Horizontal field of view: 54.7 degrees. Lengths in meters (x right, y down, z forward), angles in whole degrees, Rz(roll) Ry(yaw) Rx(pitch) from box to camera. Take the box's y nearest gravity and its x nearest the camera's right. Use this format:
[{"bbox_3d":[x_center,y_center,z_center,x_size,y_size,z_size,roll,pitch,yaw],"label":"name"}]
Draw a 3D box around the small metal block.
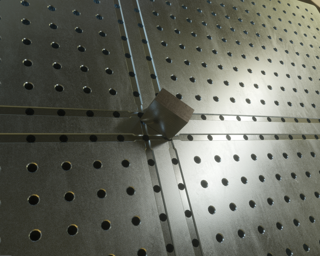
[{"bbox_3d":[0.009,-0.017,0.409,0.050,0.050,0.025,35,51,-6],"label":"small metal block"}]
